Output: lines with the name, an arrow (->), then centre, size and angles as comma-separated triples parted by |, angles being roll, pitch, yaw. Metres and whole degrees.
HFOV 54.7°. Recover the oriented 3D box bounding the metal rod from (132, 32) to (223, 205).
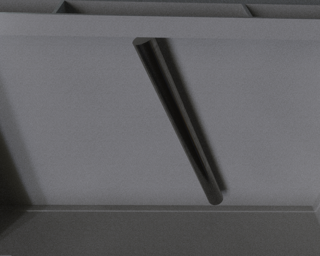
metal rod -> 0.037, 0.011, 0.418 | 0.025, 0.025, 0.299 | -17, 129, 13
